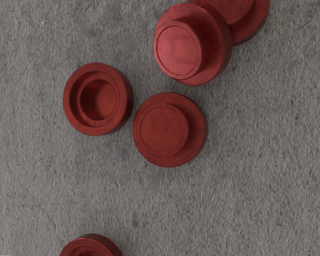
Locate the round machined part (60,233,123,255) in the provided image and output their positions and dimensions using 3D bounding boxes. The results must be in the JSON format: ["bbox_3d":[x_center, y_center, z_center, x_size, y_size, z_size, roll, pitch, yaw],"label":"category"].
[{"bbox_3d":[-0.089,0.195,0.431,0.098,0.042,0.097,0,90,20],"label":"round machined part"}]

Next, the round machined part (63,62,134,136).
[{"bbox_3d":[-0.081,-0.038,0.428,0.098,0.042,0.097,0,90,20],"label":"round machined part"}]

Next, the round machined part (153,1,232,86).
[{"bbox_3d":[0.031,-0.095,0.365,0.098,0.042,0.097,21,127,31],"label":"round machined part"}]

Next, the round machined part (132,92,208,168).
[{"bbox_3d":[0.009,0.002,0.397,0.098,0.042,0.097,0,90,20],"label":"round machined part"}]

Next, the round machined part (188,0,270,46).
[{"bbox_3d":[0.080,-0.150,0.372,0.098,0.042,0.097,0,90,20],"label":"round machined part"}]
